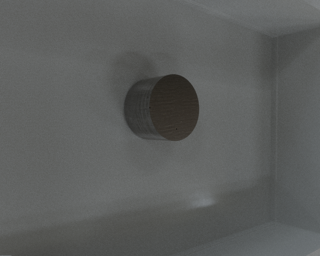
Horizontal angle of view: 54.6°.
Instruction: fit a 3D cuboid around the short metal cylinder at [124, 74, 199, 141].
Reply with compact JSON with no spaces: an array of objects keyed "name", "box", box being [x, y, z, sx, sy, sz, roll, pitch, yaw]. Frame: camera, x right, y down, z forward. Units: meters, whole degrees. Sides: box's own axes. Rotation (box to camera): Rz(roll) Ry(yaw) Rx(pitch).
[{"name":"short metal cylinder","box":[0.003,-0.024,0.389,0.081,0.050,0.080,0,90,-40]}]
